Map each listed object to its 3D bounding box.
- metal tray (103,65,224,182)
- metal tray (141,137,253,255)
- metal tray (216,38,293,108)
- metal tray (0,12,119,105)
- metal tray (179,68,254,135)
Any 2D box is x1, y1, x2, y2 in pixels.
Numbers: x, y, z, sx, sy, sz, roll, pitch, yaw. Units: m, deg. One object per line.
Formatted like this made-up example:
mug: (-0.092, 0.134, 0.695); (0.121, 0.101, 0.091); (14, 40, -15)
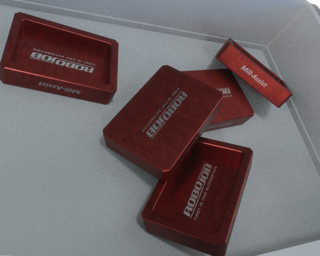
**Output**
metal tray: (0.006, -0.011, 0.376); (0.090, 0.030, 0.130); (30, 62, 17)
metal tray: (0.047, 0.069, 0.356); (0.090, 0.030, 0.130); (13, 48, 21)
metal tray: (0.156, -0.096, 0.520); (0.130, 0.030, 0.090); (38, 24, -3)
metal tray: (-0.120, -0.086, 0.389); (0.131, 0.030, 0.090); (11, 57, -22)
metal tray: (0.071, -0.043, 0.466); (0.131, 0.030, 0.090); (-10, 67, -32)
